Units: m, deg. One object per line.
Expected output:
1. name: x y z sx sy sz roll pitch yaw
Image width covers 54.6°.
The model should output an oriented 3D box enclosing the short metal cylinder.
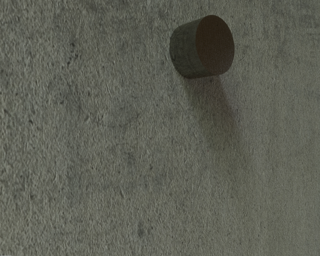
1. short metal cylinder: 0.060 -0.112 0.437 0.081 0.050 0.080 0 90 -40
